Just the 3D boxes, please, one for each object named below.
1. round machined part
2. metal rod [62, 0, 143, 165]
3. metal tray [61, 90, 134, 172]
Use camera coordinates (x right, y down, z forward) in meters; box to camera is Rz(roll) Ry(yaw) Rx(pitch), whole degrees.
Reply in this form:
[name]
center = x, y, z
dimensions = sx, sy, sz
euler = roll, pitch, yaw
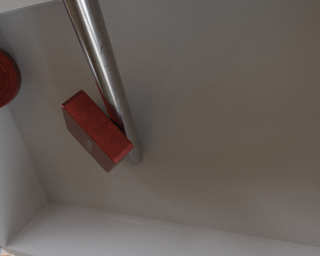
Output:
[round machined part]
center = -0.260, -0.077, 0.464
dimensions = 0.099, 0.042, 0.097
euler = -2, 106, -8
[metal rod]
center = -0.049, -0.034, 0.328
dimensions = 0.025, 0.025, 0.299
euler = 20, 153, 16
[metal tray]
center = -0.084, 0.011, 0.408
dimensions = 0.090, 0.030, 0.130
euler = 47, 161, 1
